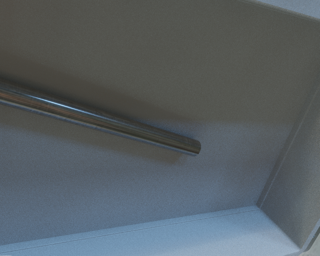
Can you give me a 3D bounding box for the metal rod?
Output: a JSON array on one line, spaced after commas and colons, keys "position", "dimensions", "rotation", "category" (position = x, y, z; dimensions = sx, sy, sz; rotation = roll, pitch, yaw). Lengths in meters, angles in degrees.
[{"position": [-0.065, -0.007, 0.369], "dimensions": [0.302, 0.025, 0.025], "rotation": [18, 109, -36], "category": "metal rod"}]
